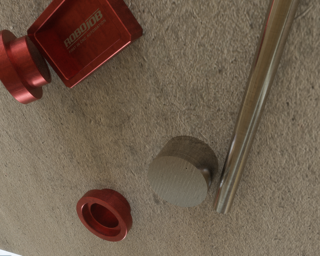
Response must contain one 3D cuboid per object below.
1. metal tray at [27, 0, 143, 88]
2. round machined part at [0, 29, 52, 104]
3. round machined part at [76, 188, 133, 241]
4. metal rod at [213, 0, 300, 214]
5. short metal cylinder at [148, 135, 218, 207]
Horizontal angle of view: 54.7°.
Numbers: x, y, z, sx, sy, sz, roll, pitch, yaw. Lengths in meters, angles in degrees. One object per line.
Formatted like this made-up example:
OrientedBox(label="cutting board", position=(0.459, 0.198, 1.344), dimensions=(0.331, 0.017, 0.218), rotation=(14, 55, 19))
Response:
OrientedBox(label="metal tray", position=(-0.095, -0.117, 0.379), dimensions=(0.130, 0.030, 0.090), rotation=(-26, 104, 36))
OrientedBox(label="round machined part", position=(-0.180, -0.084, 0.413), dimensions=(0.042, 0.098, 0.098), rotation=(-22, 111, -3))
OrientedBox(label="round machined part", position=(-0.090, 0.143, 0.529), dimensions=(0.098, 0.042, 0.097), rotation=(13, 124, 20))
OrientedBox(label="metal rod", position=(0.100, -0.014, 0.344), dimensions=(0.025, 0.025, 0.298), rotation=(19, 126, 17))
OrientedBox(label="short metal cylinder", position=(0.031, 0.057, 0.408), dimensions=(0.080, 0.050, 0.079), rotation=(13, 124, 20))
